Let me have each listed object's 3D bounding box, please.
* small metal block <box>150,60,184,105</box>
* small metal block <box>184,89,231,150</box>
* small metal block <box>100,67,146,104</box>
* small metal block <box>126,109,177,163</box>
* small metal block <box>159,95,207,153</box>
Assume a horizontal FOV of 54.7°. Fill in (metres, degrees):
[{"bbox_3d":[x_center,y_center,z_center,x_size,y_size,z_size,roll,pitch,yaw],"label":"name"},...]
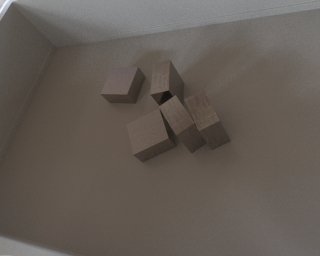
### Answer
[{"bbox_3d":[0.011,-0.054,0.417,0.025,0.050,0.050,-11,57,23],"label":"small metal block"},{"bbox_3d":[0.056,-0.009,0.366,0.025,0.050,0.050,-28,52,11],"label":"small metal block"},{"bbox_3d":[-0.056,-0.066,0.476,0.050,0.025,0.050,4,64,30],"label":"small metal block"},{"bbox_3d":[-0.012,0.010,0.406,0.050,0.025,0.050,-26,53,12],"label":"small metal block"},{"bbox_3d":[0.029,-0.004,0.377,0.025,0.050,0.050,-35,51,6],"label":"small metal block"}]
